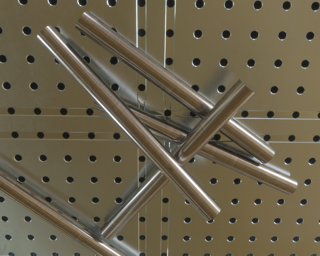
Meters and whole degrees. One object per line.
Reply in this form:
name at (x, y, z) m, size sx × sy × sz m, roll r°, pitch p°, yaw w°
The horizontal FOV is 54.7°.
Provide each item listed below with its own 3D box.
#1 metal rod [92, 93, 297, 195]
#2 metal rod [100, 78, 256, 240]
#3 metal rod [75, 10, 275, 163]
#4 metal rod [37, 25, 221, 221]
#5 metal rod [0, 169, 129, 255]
metal rod at (0.054, 0.024, 0.423) m, size 0.302 × 0.025 × 0.025 m, roll 24°, pitch 108°, yaw -9°
metal rod at (0.010, 0.055, 0.412) m, size 0.025 × 0.025 × 0.299 m, roll 36°, pitch 114°, yaw -13°
metal rod at (0.029, -0.045, 0.397) m, size 0.301 × 0.025 × 0.025 m, roll 34°, pitch 106°, yaw -12°
metal rod at (-0.035, -0.004, 0.377) m, size 0.025 × 0.025 × 0.300 m, roll -42°, pitch 93°, yaw 13°
metal rod at (-0.145, 0.140, 0.463) m, size 0.300 × 0.025 × 0.025 m, roll 40°, pitch 105°, yaw -14°
